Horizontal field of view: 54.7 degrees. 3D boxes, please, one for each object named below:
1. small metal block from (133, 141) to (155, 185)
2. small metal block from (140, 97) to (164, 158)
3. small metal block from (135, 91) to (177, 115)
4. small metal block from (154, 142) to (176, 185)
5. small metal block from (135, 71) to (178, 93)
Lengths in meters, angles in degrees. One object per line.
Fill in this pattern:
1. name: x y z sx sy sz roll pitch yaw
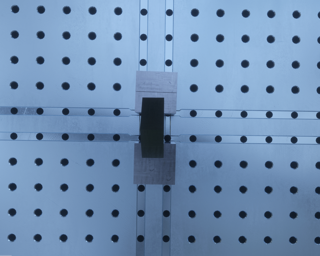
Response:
1. small metal block: -0.019 0.043 0.400 0.025 0.050 0.050 1 90 0
2. small metal block: -0.008 0.000 0.359 0.025 0.050 0.050 1 48 0
3. small metal block: -0.005 -0.031 0.400 0.050 0.050 0.025 2 90 -1
4. small metal block: 0.006 0.044 0.400 0.025 0.050 0.050 1 90 0
5. small metal block: -0.004 -0.056 0.400 0.050 0.050 0.025 2 90 -1
